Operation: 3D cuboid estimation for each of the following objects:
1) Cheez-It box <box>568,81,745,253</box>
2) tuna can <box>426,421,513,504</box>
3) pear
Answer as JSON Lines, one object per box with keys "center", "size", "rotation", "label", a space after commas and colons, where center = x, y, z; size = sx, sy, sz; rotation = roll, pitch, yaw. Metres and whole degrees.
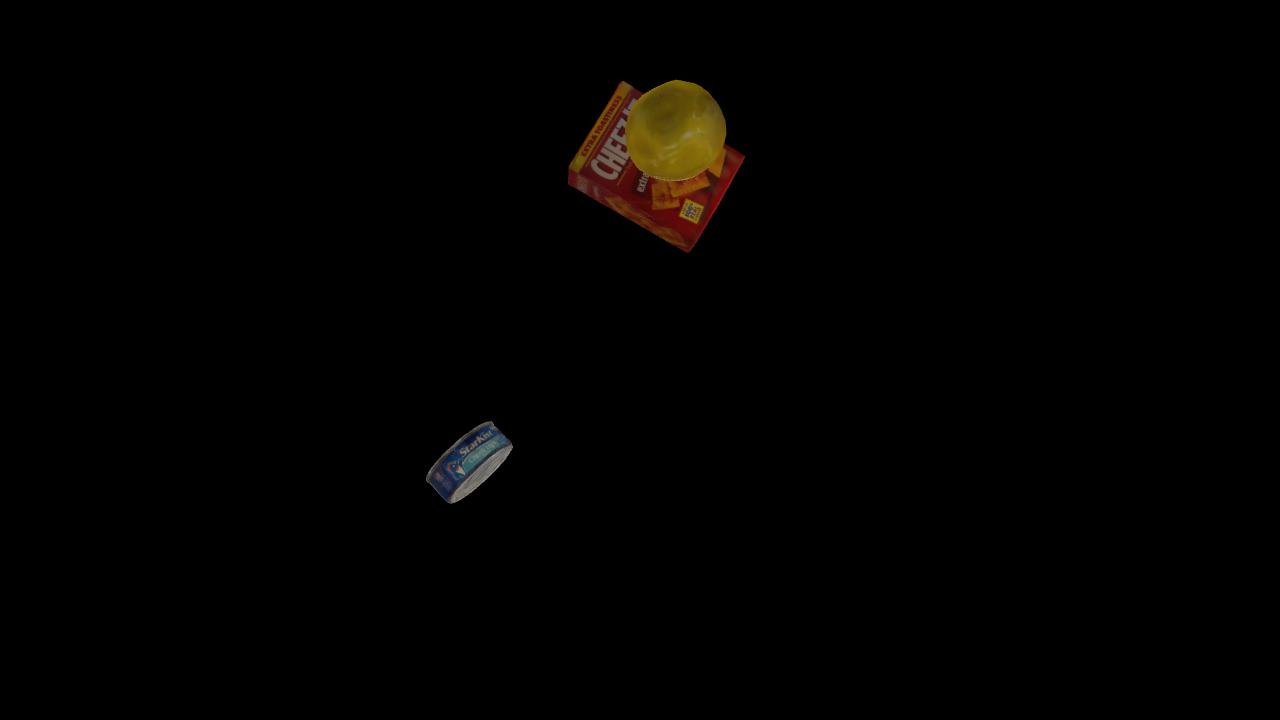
{"center": [0.024, -0.294, 0.945], "size": [0.223, 0.166, 0.071], "rotation": [30, -10, -3], "label": "Cheez-It box"}
{"center": [-0.167, 0.102, 0.607], "size": [0.034, 0.084, 0.084], "rotation": [44, 7, 7], "label": "tuna can"}
{"center": [0.036, -0.179, 0.512], "size": [0.080, 0.080, 0.111], "rotation": [0, -3, 19], "label": "pear"}
